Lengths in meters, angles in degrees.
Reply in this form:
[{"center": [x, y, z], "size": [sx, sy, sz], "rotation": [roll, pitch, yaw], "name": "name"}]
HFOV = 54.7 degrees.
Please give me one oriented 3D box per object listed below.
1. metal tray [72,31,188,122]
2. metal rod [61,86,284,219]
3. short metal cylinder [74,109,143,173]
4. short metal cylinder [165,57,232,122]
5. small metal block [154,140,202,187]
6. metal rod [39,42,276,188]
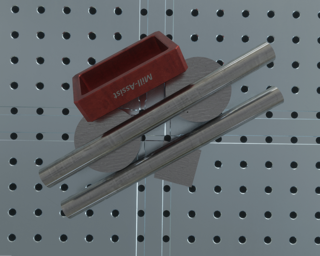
[{"center": [-0.041, -0.067, 0.379], "size": [0.130, 0.090, 0.030], "rotation": [-29, 122, -1], "name": "metal tray"}, {"center": [0.016, 0.030, 0.387], "size": [0.301, 0.025, 0.025], "rotation": [-29, 90, -1], "name": "metal rod"}, {"center": [-0.064, 0.014, 0.400], "size": [0.081, 0.050, 0.079], "rotation": [0, 90, -1], "name": "short metal cylinder"}, {"center": [0.047, -0.047, 0.402], "size": [0.081, 0.050, 0.079], "rotation": [0, 90, -1], "name": "short metal cylinder"}, {"center": [0.023, 0.046, 0.413], "size": [0.050, 0.025, 0.050], "rotation": [15, 90, -1], "name": "small metal block"}, {"center": [-0.003, -0.016, 0.362], "size": [0.301, 0.025, 0.025], "rotation": [-30, 90, -1], "name": "metal rod"}]
